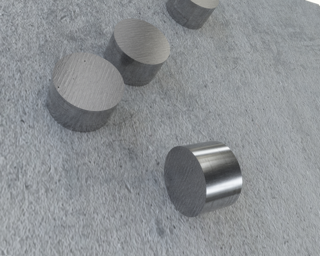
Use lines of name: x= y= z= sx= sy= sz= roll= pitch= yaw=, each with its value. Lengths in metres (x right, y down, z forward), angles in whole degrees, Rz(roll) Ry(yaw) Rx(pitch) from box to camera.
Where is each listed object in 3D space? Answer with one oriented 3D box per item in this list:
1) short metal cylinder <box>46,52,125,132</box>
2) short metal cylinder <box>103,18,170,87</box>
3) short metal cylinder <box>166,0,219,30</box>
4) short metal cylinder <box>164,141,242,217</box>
short metal cylinder: x=-0.088 y=-0.041 z=0.365 sx=0.081 sy=0.050 sz=0.080 roll=14 pitch=56 yaw=-21
short metal cylinder: x=-0.033 y=-0.105 z=0.434 sx=0.081 sy=0.050 sz=0.080 roll=14 pitch=56 yaw=-21
short metal cylinder: x=0.058 y=-0.225 z=0.556 sx=0.081 sy=0.050 sz=0.080 roll=14 pitch=56 yaw=-21
short metal cylinder: x=0.047 y=0.057 z=0.359 sx=0.050 sy=0.080 sz=0.080 roll=-6 pitch=65 yaw=-31
